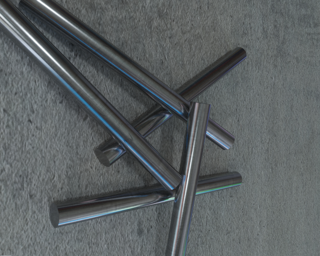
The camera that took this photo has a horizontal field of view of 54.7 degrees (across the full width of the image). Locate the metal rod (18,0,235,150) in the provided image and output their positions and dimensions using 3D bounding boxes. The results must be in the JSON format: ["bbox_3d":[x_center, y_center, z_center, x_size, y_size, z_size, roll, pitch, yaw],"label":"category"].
[{"bbox_3d":[-0.017,-0.054,0.365,0.301,0.025,0.025,33,69,-27],"label":"metal rod"}]

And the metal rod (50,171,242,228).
[{"bbox_3d":[0.009,0.086,0.411,0.302,0.025,0.025,-1,91,-40],"label":"metal rod"}]

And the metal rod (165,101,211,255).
[{"bbox_3d":[0.027,0.116,0.391,0.025,0.025,0.298,3,99,-40],"label":"metal rod"}]

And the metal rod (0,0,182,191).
[{"bbox_3d":[-0.078,-0.036,0.316,0.300,0.025,0.025,47,62,-22],"label":"metal rod"}]

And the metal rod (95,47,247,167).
[{"bbox_3d":[0.034,-0.044,0.432,0.302,0.025,0.025,-38,114,-33],"label":"metal rod"}]
